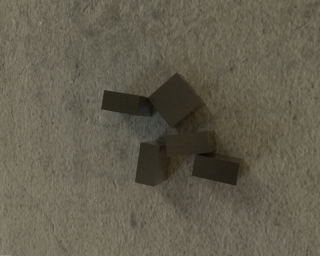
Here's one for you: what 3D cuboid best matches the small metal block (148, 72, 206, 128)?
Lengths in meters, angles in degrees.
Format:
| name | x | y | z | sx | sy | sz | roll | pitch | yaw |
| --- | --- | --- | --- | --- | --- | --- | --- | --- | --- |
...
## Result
| name | x | y | z | sx | sy | sz | roll | pitch | yaw |
| --- | --- | --- | --- | --- | --- | --- | --- | --- | --- |
| small metal block | 0.022 | -0.035 | 0.401 | 0.050 | 0.025 | 0.050 | -40 | 78 | 15 |

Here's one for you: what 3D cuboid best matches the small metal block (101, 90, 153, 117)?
| name | x | y | z | sx | sy | sz | roll | pitch | yaw |
| --- | --- | --- | --- | --- | --- | --- | --- | --- | --- |
| small metal block | -0.041 | -0.032 | 0.409 | 0.050 | 0.050 | 0.025 | 11 | 94 | 19 |

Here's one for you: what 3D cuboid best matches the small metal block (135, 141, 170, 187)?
| name | x | y | z | sx | sy | sz | roll | pitch | yaw |
| --- | --- | --- | --- | --- | --- | --- | --- | --- | --- |
| small metal block | -0.007 | 0.044 | 0.397 | 0.025 | 0.050 | 0.050 | 9 | 93 | 19 |

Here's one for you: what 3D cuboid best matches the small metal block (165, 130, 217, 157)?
| name | x | y | z | sx | sy | sz | roll | pitch | yaw |
| --- | --- | --- | --- | --- | --- | --- | --- | --- | --- |
| small metal block | 0.039 | 0.018 | 0.381 | 0.050 | 0.050 | 0.025 | -8 | 88 | 19 |

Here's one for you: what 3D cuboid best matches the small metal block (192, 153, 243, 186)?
| name | x | y | z | sx | sy | sz | roll | pitch | yaw |
| --- | --- | --- | --- | --- | --- | --- | --- | --- | --- |
| small metal block | 0.070 | 0.047 | 0.371 | 0.050 | 0.050 | 0.025 | 10 | 94 | 19 |
